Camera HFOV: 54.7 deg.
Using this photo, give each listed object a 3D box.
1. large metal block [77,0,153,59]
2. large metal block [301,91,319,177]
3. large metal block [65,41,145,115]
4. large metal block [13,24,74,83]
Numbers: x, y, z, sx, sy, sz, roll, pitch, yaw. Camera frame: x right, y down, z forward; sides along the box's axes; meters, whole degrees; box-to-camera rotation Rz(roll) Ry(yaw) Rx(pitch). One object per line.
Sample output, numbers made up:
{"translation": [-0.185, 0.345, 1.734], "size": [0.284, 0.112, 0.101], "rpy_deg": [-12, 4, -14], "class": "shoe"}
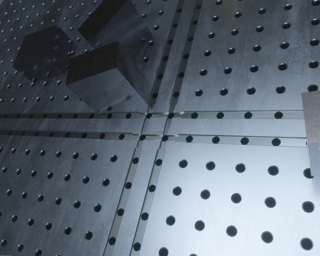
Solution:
{"translation": [-0.070, -0.155, 0.503], "size": [0.050, 0.080, 0.080], "rpy_deg": [31, 79, 37], "class": "large metal block"}
{"translation": [0.176, 0.005, 0.278], "size": [0.080, 0.080, 0.050], "rpy_deg": [-7, 59, 24], "class": "large metal block"}
{"translation": [-0.077, -0.070, 0.455], "size": [0.080, 0.080, 0.050], "rpy_deg": [-15, 56, 19], "class": "large metal block"}
{"translation": [-0.221, -0.141, 0.592], "size": [0.080, 0.050, 0.080], "rpy_deg": [-9, 58, 23], "class": "large metal block"}
